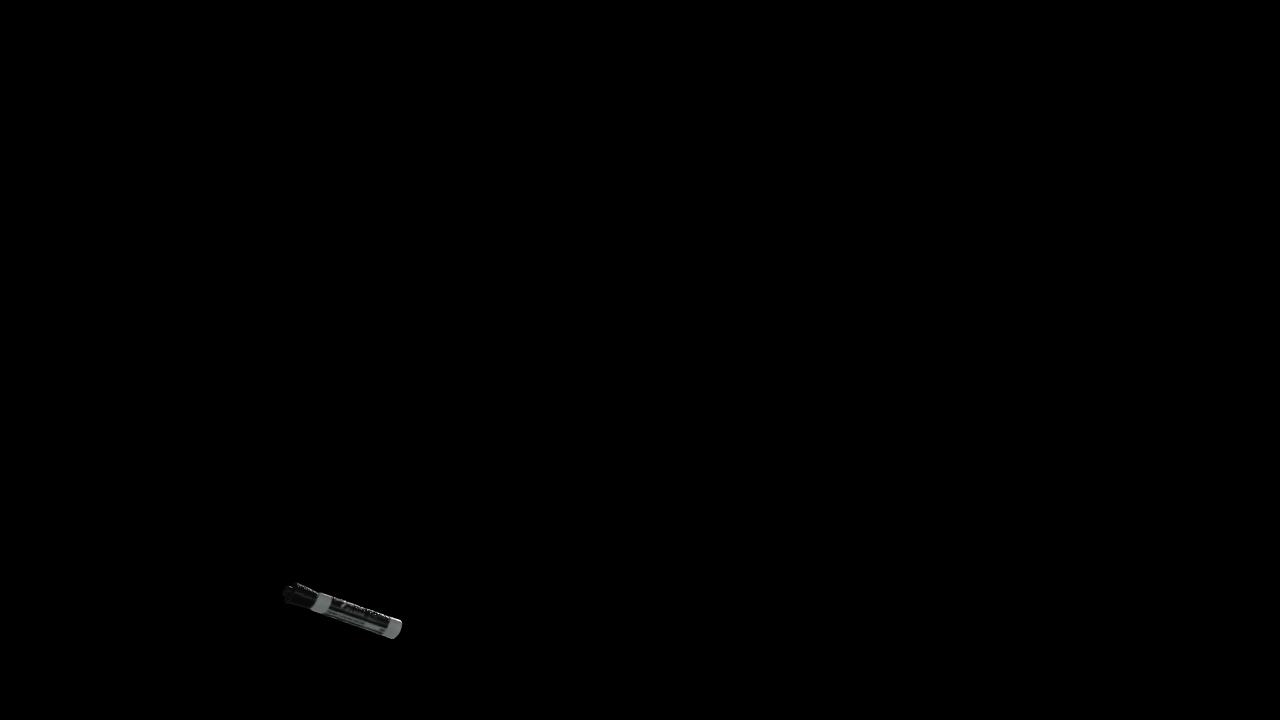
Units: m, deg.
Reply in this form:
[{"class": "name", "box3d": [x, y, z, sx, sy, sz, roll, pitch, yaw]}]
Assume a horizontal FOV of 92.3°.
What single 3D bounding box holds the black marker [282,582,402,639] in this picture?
[{"class": "black marker", "box3d": [-0.288, 0.244, 0.599, 0.020, 0.020, 0.121, 0, -33, 49]}]
